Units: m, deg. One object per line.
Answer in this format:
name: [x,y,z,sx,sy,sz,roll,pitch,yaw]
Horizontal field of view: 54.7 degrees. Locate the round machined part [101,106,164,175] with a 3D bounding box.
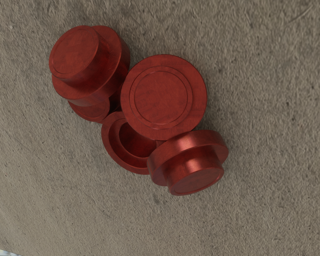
round machined part: [-0.026,0.011,0.416,0.098,0.042,0.097,13,124,20]

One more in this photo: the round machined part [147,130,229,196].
round machined part: [0.037,0.047,0.370,0.097,0.099,0.042,-50,48,39]

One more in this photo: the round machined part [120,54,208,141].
round machined part: [0.003,-0.034,0.345,0.099,0.042,0.097,1,95,7]

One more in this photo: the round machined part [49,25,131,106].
round machined part: [-0.087,-0.078,0.356,0.098,0.098,0.042,1,160,27]

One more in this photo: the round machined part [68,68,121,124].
round machined part: [-0.086,-0.047,0.413,0.098,0.042,0.097,13,124,20]
